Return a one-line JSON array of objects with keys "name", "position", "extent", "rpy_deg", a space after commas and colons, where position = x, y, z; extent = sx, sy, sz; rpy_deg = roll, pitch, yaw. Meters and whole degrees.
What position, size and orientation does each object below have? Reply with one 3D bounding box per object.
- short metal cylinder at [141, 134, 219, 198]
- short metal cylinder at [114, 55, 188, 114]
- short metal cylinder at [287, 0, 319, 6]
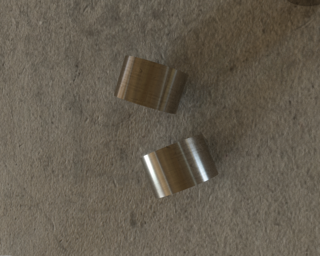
[{"name": "short metal cylinder", "position": [0.023, 0.046, 0.371], "extent": [0.080, 0.080, 0.050], "rpy_deg": [-24, 82, 18]}, {"name": "short metal cylinder", "position": [-0.011, -0.053, 0.383], "extent": [0.080, 0.080, 0.050], "rpy_deg": [19, 97, 18]}, {"name": "short metal cylinder", "position": [0.168, -0.182, 0.337], "extent": [0.080, 0.050, 0.079], "rpy_deg": [0, 90, 19]}]
